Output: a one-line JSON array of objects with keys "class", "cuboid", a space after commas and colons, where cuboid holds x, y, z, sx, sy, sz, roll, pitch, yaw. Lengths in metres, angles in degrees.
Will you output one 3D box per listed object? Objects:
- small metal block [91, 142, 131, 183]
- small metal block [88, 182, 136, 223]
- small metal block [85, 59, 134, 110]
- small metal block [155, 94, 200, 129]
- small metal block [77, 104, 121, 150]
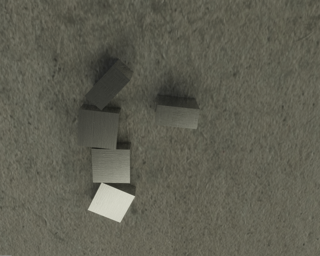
[{"class": "small metal block", "cuboid": [-0.065, 0.047, 0.426, 0.050, 0.025, 0.050, 1, 109, -1]}, {"class": "small metal block", "cuboid": [-0.069, 0.101, 0.446, 0.050, 0.025, 0.050, 25, 108, -10]}, {"class": "small metal block", "cuboid": [-0.060, -0.054, 0.376, 0.025, 0.050, 0.050, 43, 104, -14]}, {"class": "small metal block", "cuboid": [0.020, -0.021, 0.389, 0.050, 0.050, 0.025, 6, 110, -3]}, {"class": "small metal block", "cuboid": [-0.080, -0.002, 0.408, 0.050, 0.025, 0.050, 6, 109, -3]}]
